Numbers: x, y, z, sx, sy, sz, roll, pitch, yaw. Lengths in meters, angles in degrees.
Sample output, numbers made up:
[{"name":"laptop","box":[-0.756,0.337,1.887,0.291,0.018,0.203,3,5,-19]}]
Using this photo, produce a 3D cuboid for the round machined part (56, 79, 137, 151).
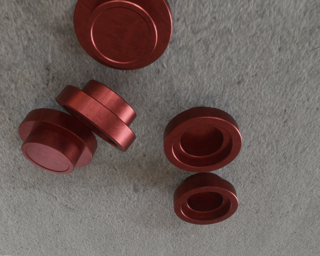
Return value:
[{"name":"round machined part","box":[-0.067,-0.018,0.357,0.098,0.098,0.042,44,76,-31]}]

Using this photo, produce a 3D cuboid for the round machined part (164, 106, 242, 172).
[{"name":"round machined part","box":[0.054,0.011,0.406,0.099,0.042,0.097,-1,130,0]}]

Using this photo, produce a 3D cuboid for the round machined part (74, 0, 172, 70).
[{"name":"round machined part","box":[-0.037,-0.100,0.310,0.099,0.042,0.097,-1,130,0]}]

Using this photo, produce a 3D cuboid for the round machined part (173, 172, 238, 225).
[{"name":"round machined part","box":[0.070,0.108,0.489,0.099,0.042,0.097,-1,130,0]}]

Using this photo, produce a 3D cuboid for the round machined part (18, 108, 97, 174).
[{"name":"round machined part","box":[-0.134,0.023,0.396,0.098,0.042,0.097,11,141,9]}]
